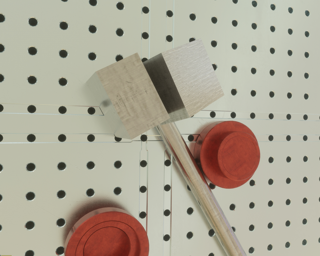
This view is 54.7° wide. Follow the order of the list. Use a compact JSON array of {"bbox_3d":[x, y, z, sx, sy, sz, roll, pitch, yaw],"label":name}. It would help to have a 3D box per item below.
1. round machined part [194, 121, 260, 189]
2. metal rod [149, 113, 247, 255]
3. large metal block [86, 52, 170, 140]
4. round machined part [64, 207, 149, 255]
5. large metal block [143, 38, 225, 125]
[{"bbox_3d":[0.102,0.038,0.441,0.099,0.042,0.097,0,90,-20],"label":"round machined part"},{"bbox_3d":[0.067,0.103,0.437,0.025,0.025,0.299,-32,101,-17],"label":"metal rod"},{"bbox_3d":[-0.041,-0.035,0.368,0.050,0.080,0.080,-30,100,-17],"label":"large metal block"},{"bbox_3d":[-0.066,0.146,0.379,0.099,0.042,0.097,0,90,-20],"label":"round machined part"},{"bbox_3d":[0.027,-0.059,0.394,0.081,0.050,0.080,-32,102,-42],"label":"large metal block"}]
